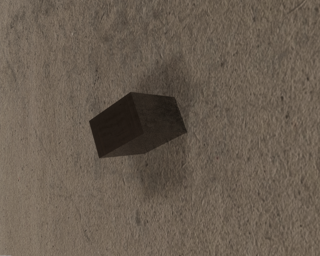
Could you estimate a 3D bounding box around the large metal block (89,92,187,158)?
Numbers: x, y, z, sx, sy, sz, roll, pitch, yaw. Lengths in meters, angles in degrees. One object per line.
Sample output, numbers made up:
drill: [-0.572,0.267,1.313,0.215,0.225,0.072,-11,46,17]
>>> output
large metal block: [-0.027,-0.002,0.390,0.080,0.081,0.050,-29,72,36]
